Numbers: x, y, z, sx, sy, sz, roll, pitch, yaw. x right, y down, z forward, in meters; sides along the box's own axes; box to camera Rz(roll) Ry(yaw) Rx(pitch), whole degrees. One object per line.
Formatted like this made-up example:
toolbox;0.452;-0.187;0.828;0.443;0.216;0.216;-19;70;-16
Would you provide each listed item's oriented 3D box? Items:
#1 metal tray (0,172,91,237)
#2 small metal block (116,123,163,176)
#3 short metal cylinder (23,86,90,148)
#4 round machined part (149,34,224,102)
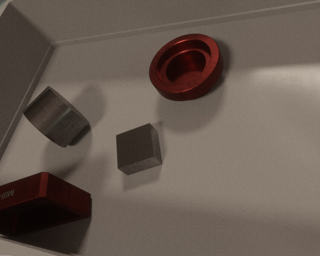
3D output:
metal tray;-0.165;0.100;0.387;0.130;0.090;0.030;-19;55;17
small metal block;-0.028;0.028;0.402;0.050;0.025;0.050;-20;54;16
short metal cylinder;-0.152;-0.016;0.458;0.050;0.080;0.080;-46;52;-4
round machined part;0.038;-0.077;0.421;0.098;0.042;0.098;-13;56;20
